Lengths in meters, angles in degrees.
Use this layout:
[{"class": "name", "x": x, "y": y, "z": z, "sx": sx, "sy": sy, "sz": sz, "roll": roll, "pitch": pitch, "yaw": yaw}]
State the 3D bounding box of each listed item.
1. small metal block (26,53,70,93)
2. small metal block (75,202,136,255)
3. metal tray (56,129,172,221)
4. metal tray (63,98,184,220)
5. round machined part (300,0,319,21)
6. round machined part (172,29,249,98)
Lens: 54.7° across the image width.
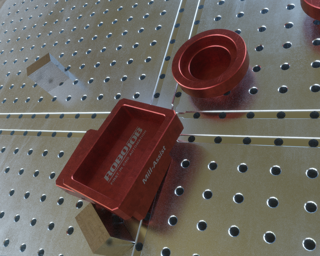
[{"class": "small metal block", "x": -0.202, "y": -0.099, "z": 0.559, "sx": 0.050, "sy": 0.050, "sz": 0.025, "roll": -32, "pitch": 52, "yaw": 8}, {"class": "small metal block", "x": -0.062, "y": 0.117, "z": 0.353, "sx": 0.025, "sy": 0.050, "sz": 0.050, "roll": -45, "pitch": 52, "yaw": 1}, {"class": "metal tray", "x": -0.061, "y": 0.054, "z": 0.398, "sx": 0.130, "sy": 0.030, "sz": 0.090, "roll": 10, "pitch": 60, "yaw": 32}, {"class": "metal tray", "x": -0.042, "y": 0.030, "z": 0.365, "sx": 0.090, "sy": 0.030, "sz": 0.130, "roll": 16, "pitch": 64, "yaw": 35}, {"class": "round machined part", "x": 0.226, "y": -0.165, "z": 0.380, "sx": 0.098, "sy": 0.042, "sz": 0.098, "roll": -13, "pitch": 56, "yaw": 21}, {"class": "round machined part", "x": 0.069, "y": -0.080, "z": 0.410, "sx": 0.098, "sy": 0.042, "sz": 0.098, "roll": -13, "pitch": 56, "yaw": 21}]
